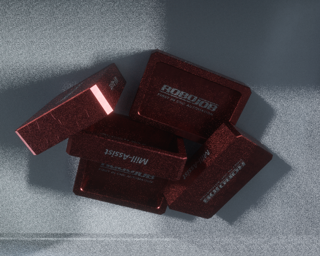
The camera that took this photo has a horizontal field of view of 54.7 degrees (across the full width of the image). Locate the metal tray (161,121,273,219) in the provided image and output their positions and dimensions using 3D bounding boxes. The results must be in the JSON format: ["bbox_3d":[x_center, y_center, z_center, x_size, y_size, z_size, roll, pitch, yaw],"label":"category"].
[{"bbox_3d":[0.075,0.061,0.409,0.090,0.030,0.130,27,110,-40],"label":"metal tray"}]

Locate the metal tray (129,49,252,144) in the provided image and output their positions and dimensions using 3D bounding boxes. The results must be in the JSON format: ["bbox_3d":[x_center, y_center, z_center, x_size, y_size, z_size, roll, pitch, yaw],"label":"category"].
[{"bbox_3d":[0.036,-0.035,0.395,0.131,0.030,0.089,20,109,-8],"label":"metal tray"}]

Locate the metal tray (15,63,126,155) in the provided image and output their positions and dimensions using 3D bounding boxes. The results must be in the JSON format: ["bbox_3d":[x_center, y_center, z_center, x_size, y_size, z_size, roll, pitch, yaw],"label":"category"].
[{"bbox_3d":[-0.089,-0.028,0.341,0.090,0.130,0.030,-28,108,10],"label":"metal tray"}]

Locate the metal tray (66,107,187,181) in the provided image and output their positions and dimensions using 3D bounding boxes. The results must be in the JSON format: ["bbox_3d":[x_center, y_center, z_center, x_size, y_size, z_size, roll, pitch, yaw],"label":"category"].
[{"bbox_3d":[-0.037,0.016,0.379,0.131,0.090,0.030,15,109,-6],"label":"metal tray"}]

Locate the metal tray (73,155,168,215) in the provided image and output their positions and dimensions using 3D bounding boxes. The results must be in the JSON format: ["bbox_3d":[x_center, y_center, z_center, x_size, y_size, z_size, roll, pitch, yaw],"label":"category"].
[{"bbox_3d":[-0.045,0.062,0.428,0.131,0.030,0.089,15,109,-6],"label":"metal tray"}]
